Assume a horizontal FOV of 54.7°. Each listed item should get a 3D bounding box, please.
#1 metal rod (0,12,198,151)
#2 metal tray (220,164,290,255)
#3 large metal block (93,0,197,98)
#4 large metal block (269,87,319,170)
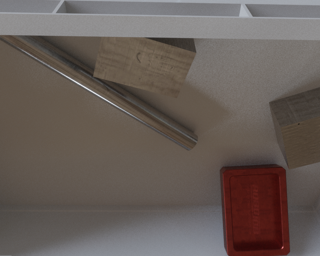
[{"bbox_3d":[-0.074,-0.051,0.364,0.301,0.025,0.025,31,123,-24],"label":"metal rod"},{"bbox_3d":[0.140,0.122,0.463,0.091,0.030,0.129,-3,91,2],"label":"metal tray"},{"bbox_3d":[-0.015,-0.081,0.304,0.081,0.080,0.050,13,129,-12],"label":"large metal block"},{"bbox_3d":[0.193,0.000,0.395,0.080,0.050,0.080,-17,128,14],"label":"large metal block"}]
